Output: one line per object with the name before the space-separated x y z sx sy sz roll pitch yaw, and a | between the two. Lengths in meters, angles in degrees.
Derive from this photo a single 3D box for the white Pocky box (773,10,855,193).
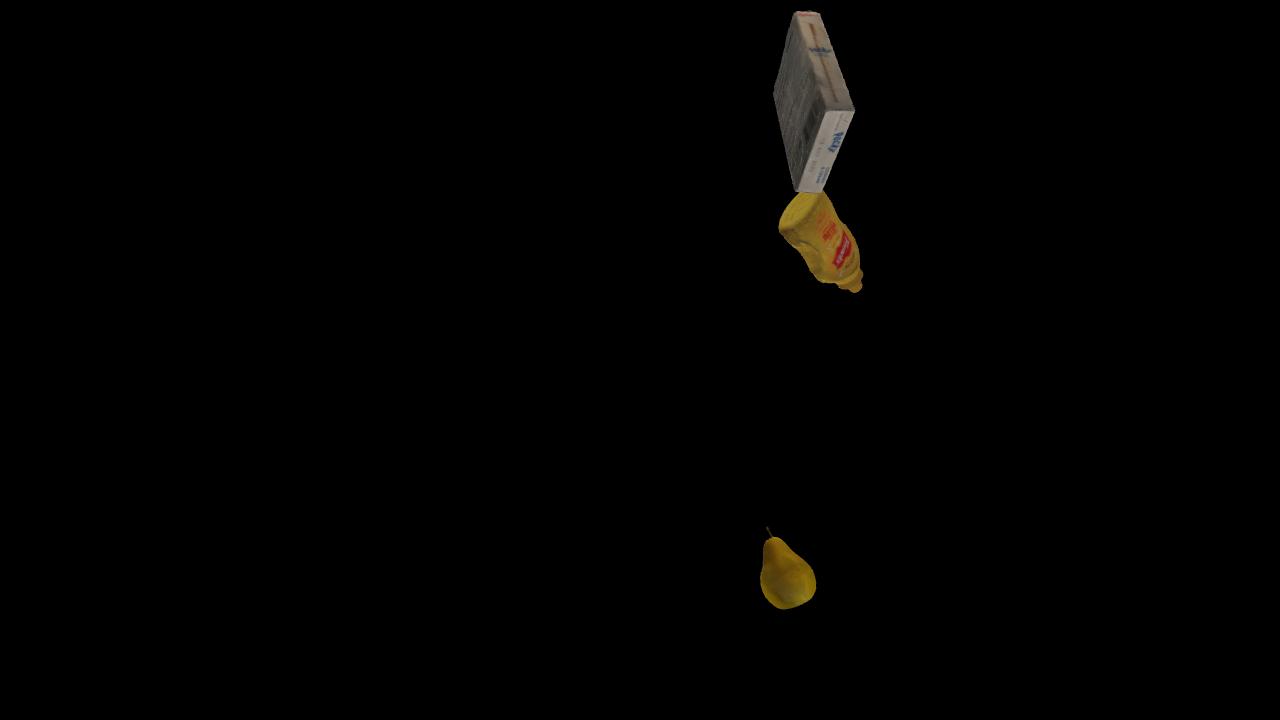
white Pocky box | 0.149 -0.230 0.547 0.028 0.154 0.084 2 -35 -3

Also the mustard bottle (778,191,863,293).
mustard bottle | 0.285 -0.166 0.926 0.184 0.092 0.054 44 -24 -29

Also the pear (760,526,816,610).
pear | 0.200 0.288 0.864 0.080 0.111 0.080 -18 -19 -7
